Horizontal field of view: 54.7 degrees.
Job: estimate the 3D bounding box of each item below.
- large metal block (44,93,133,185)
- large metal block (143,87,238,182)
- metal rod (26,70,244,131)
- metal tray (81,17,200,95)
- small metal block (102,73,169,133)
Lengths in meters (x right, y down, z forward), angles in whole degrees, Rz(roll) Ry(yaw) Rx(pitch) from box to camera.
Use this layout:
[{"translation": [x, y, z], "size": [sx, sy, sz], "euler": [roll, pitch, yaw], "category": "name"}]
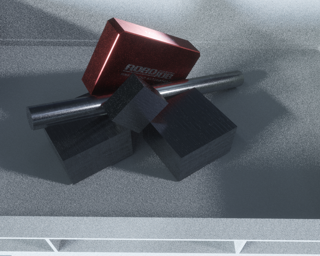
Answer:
[{"translation": [-0.090, 0.008, 0.376], "size": [0.081, 0.050, 0.080], "euler": [-27, 55, -21], "category": "large metal block"}, {"translation": [0.034, 0.006, 0.383], "size": [0.081, 0.050, 0.080], "euler": [-27, 55, -21], "category": "large metal block"}, {"translation": [-0.006, -0.042, 0.390], "size": [0.303, 0.025, 0.025], "euler": [-15, 50, -32], "category": "metal rod"}, {"translation": [-0.021, -0.077, 0.390], "size": [0.131, 0.089, 0.030], "euler": [1, 42, -43], "category": "metal tray"}, {"translation": [-0.027, -0.026, 0.345], "size": [0.050, 0.050, 0.025], "euler": [-45, 56, 11], "category": "small metal block"}]
